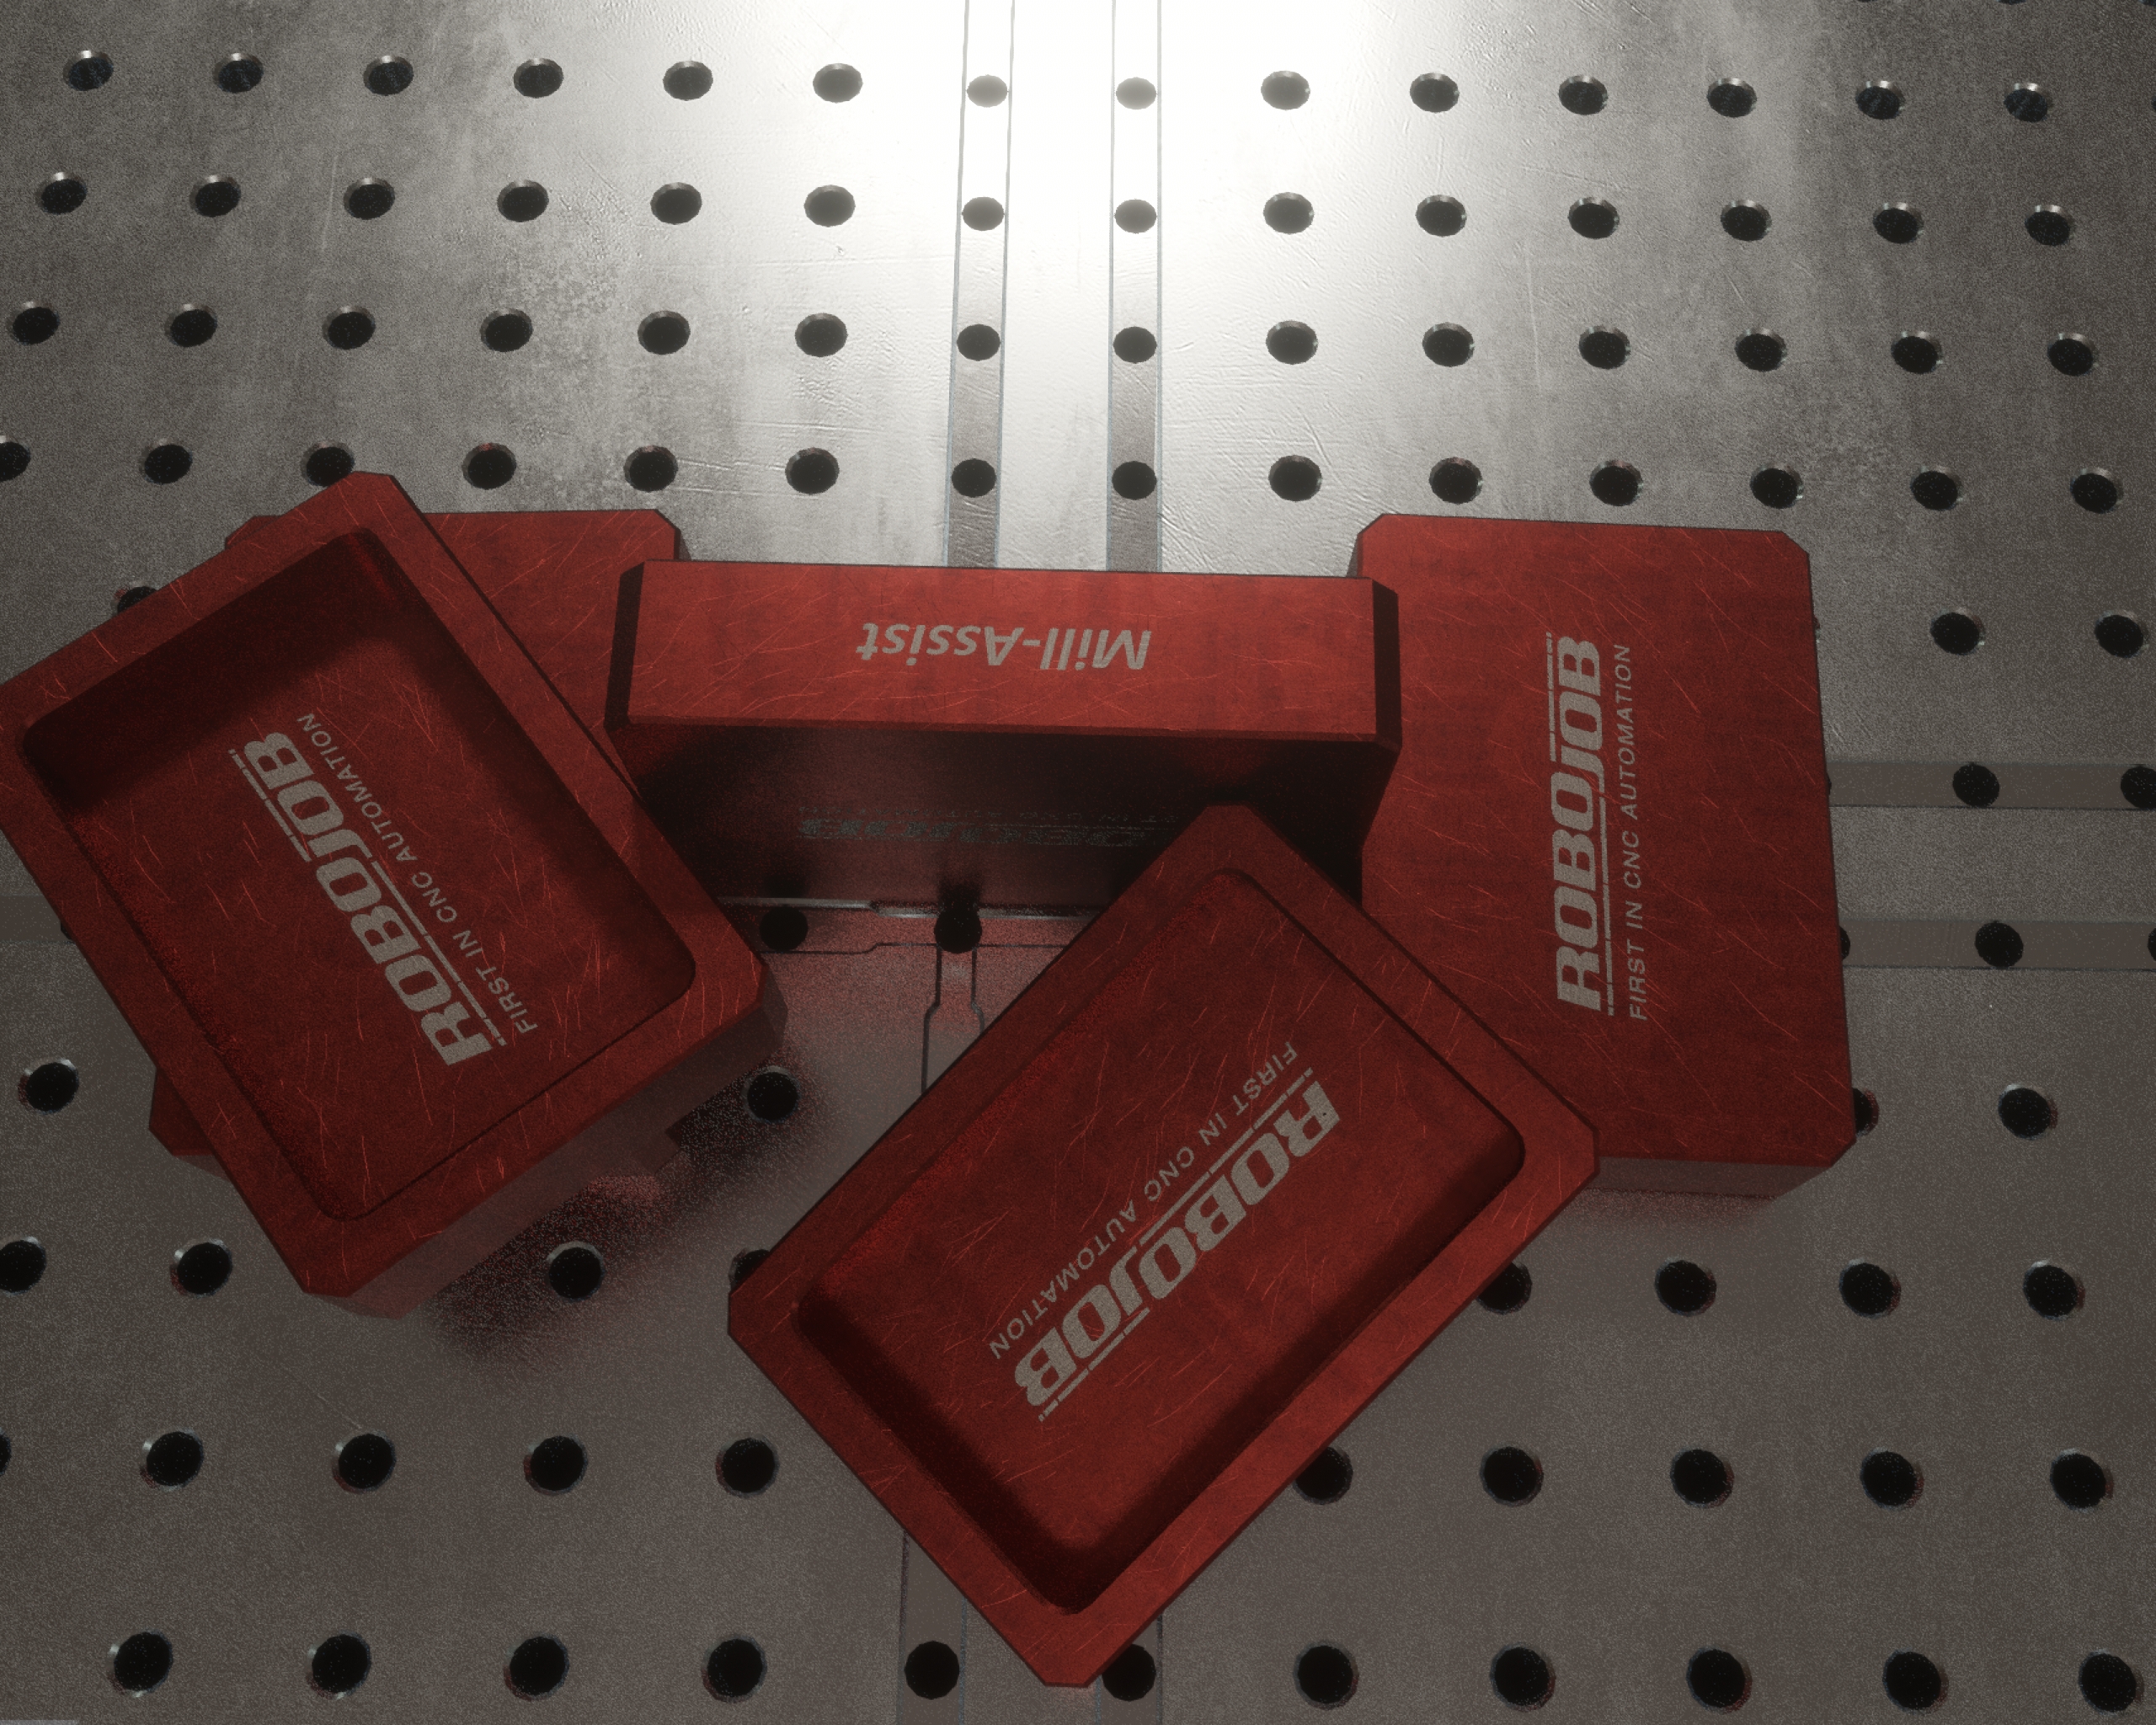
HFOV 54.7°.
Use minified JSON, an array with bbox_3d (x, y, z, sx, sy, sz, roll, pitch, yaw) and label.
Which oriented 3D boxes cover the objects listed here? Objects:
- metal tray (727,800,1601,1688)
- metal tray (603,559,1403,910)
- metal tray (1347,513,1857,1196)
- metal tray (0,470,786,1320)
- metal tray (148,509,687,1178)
[{"bbox_3d":[0.015,0.065,0.366,0.130,0.030,0.090,-46,77,2],"label":"metal tray"},{"bbox_3d":[-0.012,-0.020,0.383,0.131,0.090,0.030,1,70,0],"label":"metal tray"},{"bbox_3d":[0.098,-0.003,0.410,0.091,0.030,0.130,3,70,0],"label":"metal tray"},{"bbox_3d":[-0.125,0.003,0.373,0.090,0.030,0.130,-36,75,-13],"label":"metal tray"},{"bbox_3d":[-0.123,-0.005,0.409,0.091,0.030,0.129,-1,71,-1],"label":"metal tray"}]
